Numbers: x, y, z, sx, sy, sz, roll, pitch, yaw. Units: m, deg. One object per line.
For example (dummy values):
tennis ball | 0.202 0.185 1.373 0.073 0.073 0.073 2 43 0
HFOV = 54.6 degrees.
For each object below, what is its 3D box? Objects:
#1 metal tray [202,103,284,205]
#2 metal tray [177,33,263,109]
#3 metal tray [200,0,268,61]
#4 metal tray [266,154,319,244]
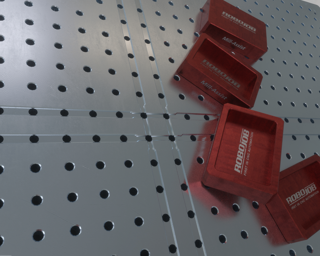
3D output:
metal tray | 0.118 0.030 0.429 0.090 0.030 0.130 17 52 7
metal tray | 0.102 -0.090 0.513 0.130 0.030 0.090 34 51 -6
metal tray | 0.144 -0.193 0.599 0.131 0.030 0.090 21 54 -15
metal tray | 0.213 0.099 0.457 0.131 0.030 0.090 -15 70 -34
